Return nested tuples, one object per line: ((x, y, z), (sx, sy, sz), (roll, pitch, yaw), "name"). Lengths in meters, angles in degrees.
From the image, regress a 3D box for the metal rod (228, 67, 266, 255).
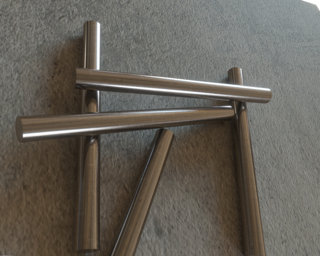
((0.122, 0.029, 0.453), (0.025, 0.025, 0.300), (16, 55, -19), "metal rod")

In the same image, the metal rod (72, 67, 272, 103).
((0.036, -0.054, 0.424), (0.303, 0.025, 0.025), (1, 61, -28), "metal rod")

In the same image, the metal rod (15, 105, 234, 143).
((-0.013, -0.011, 0.381), (0.302, 0.025, 0.025), (-6, 65, -39), "metal rod")

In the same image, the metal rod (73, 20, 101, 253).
((-0.083, -0.013, 0.367), (0.025, 0.025, 0.299), (9, 58, -24), "metal rod")

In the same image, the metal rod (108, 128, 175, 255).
((-0.036, 0.120, 0.312), (0.025, 0.025, 0.300), (29, 52, -10), "metal rod")
